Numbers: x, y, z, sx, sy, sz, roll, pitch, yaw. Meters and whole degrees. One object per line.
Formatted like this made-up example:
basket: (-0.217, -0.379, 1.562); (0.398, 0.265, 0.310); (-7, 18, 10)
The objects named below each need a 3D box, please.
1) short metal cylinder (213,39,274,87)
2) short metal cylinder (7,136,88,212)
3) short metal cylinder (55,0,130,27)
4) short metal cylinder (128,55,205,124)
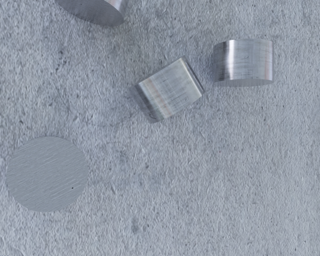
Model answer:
short metal cylinder: (0.113, -0.086, 0.421); (0.081, 0.080, 0.050); (0, 90, -20)
short metal cylinder: (-0.125, 0.049, 0.349); (0.081, 0.050, 0.080); (0, 90, -20)
short metal cylinder: (-0.074, -0.158, 0.352); (0.081, 0.080, 0.050); (17, 84, -19)
short metal cylinder: (0.008, -0.048, 0.382); (0.080, 0.080, 0.050); (-35, 102, -17)
